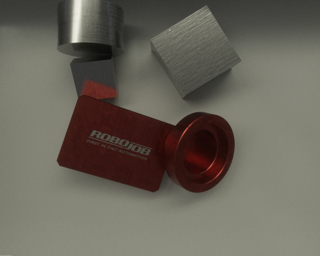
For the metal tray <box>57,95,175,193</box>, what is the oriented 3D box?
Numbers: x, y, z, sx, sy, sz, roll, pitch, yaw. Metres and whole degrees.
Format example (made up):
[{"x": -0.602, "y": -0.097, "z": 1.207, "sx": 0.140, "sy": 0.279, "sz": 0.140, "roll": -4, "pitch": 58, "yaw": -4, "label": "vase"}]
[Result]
[{"x": -0.052, "y": 0.020, "z": 0.395, "sx": 0.131, "sy": 0.030, "sz": 0.090, "roll": 19, "pitch": 90, "yaw": -12, "label": "metal tray"}]

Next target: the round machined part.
[{"x": 0.044, "y": 0.027, "z": 0.388, "sx": 0.099, "sy": 0.042, "sz": 0.097, "roll": -10, "pitch": 107, "yaw": -34, "label": "round machined part"}]

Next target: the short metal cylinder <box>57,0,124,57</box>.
[{"x": -0.085, "y": -0.120, "z": 0.383, "sx": 0.081, "sy": 0.080, "sz": 0.050, "roll": 0, "pitch": 90, "yaw": -1, "label": "short metal cylinder"}]

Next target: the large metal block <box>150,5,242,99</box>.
[{"x": 0.044, "y": -0.094, "z": 0.399, "sx": 0.080, "sy": 0.050, "sz": 0.080, "roll": -32, "pitch": 90, "yaw": 0, "label": "large metal block"}]

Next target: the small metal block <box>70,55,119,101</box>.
[{"x": -0.083, "y": -0.065, "z": 0.400, "sx": 0.050, "sy": 0.025, "sz": 0.050, "roll": -7, "pitch": 118, "yaw": -1, "label": "small metal block"}]
